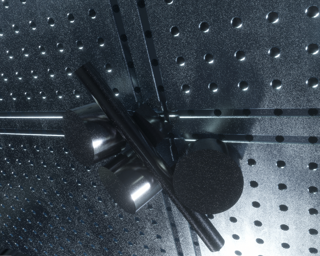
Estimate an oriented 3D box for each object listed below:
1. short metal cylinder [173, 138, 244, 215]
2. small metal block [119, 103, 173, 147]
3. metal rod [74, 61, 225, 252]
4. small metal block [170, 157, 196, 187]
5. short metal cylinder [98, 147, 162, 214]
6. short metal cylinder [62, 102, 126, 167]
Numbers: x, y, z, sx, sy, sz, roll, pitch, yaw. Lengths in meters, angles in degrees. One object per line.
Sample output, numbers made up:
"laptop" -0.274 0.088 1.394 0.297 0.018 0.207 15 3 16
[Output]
"short metal cylinder" 0.059 0.057 0.378 0.080 0.050 0.079 2 103 9
"small metal block" -0.019 0.003 0.418 0.050 0.025 0.050 40 129 1
"metal rod" -0.008 0.044 0.405 0.025 0.025 0.299 -28 103 37
"small metal block" 0.032 0.070 0.433 0.050 0.025 0.050 42 129 -1
"short metal cylinder" -0.042 0.074 0.441 0.080 0.050 0.079 35 144 30
"short metal cylinder" -0.091 0.006 0.424 0.080 0.050 0.079 26 127 40
